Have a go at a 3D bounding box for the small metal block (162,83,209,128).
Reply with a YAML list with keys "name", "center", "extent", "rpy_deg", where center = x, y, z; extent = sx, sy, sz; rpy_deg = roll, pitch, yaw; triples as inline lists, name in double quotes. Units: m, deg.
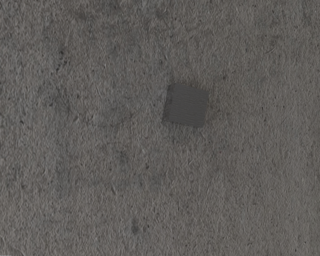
- name: "small metal block"
  center: [0.035, -0.030, 0.421]
  extent: [0.050, 0.025, 0.050]
  rpy_deg: [13, 86, -20]
